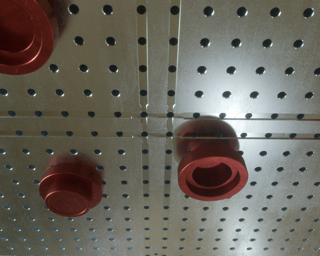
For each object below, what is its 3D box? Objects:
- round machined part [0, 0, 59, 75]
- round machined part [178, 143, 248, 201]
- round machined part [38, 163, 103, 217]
[{"bbox_3d":[-0.151,-0.106,0.309,0.099,0.042,0.097,0,130,0],"label":"round machined part"},{"bbox_3d":[0.075,0.060,0.452,0.099,0.042,0.097,0,130,0],"label":"round machined part"},{"bbox_3d":[-0.141,0.104,0.487,0.099,0.042,0.097,0,130,0],"label":"round machined part"}]
